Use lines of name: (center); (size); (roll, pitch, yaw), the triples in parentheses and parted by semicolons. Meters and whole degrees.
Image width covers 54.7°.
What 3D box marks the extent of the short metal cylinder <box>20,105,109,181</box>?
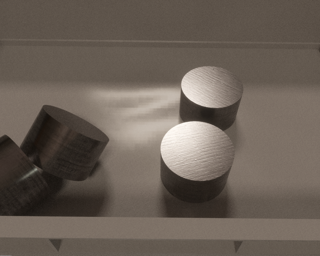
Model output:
short metal cylinder: (-0.105, 0.016, 0.346); (0.080, 0.080, 0.050); (33, 95, 24)

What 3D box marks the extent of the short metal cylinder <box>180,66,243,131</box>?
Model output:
short metal cylinder: (0.068, -0.039, 0.423); (0.081, 0.050, 0.080); (0, 50, 0)

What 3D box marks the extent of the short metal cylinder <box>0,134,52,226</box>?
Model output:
short metal cylinder: (-0.160, 0.054, 0.322); (0.080, 0.080, 0.050); (36, 59, 26)

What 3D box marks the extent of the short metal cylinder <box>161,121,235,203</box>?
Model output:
short metal cylinder: (0.041, 0.039, 0.357); (0.081, 0.050, 0.080); (0, 50, 0)
